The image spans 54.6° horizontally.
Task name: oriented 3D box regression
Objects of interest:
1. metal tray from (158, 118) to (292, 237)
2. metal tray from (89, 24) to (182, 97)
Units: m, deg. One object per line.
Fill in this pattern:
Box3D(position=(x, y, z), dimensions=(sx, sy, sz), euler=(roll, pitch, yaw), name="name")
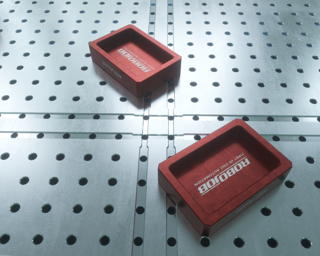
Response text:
Box3D(position=(0.074, 0.051, 0.361), dimensions=(0.131, 0.030, 0.090), euler=(-28, 56, -22), name="metal tray")
Box3D(position=(-0.040, -0.113, 0.498), dimensions=(0.090, 0.030, 0.130), euler=(-34, 58, -26), name="metal tray")
